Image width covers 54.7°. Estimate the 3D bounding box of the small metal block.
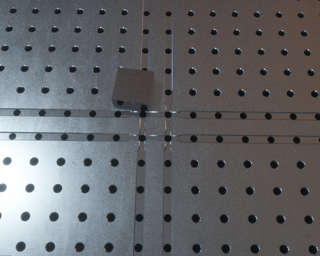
[{"bbox_3d":[-0.036,-0.054,0.431,0.050,0.025,0.050,8,70,2],"label":"small metal block"}]
